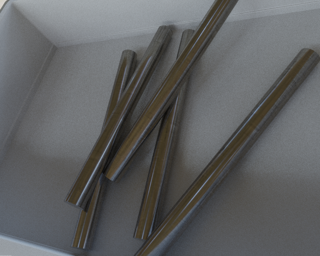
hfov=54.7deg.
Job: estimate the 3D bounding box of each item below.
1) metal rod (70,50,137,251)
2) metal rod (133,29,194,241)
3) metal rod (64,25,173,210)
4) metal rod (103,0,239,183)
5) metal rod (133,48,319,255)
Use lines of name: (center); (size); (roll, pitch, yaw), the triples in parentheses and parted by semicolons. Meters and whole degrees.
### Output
metal rod: (-0.072, 0.012, 0.436); (0.025, 0.025, 0.300); (-5, 59, 26)
metal rod: (0.014, -0.009, 0.403); (0.025, 0.025, 0.300); (-1, 61, 28)
metal rod: (-0.046, -0.032, 0.430); (0.025, 0.025, 0.300); (7, 59, 31)
metal rod: (0.020, -0.062, 0.392); (0.025, 0.025, 0.299); (34, 91, 38)
metal rod: (0.079, 0.027, 0.340); (0.025, 0.025, 0.300); (34, 78, 38)
